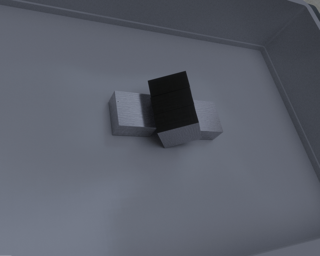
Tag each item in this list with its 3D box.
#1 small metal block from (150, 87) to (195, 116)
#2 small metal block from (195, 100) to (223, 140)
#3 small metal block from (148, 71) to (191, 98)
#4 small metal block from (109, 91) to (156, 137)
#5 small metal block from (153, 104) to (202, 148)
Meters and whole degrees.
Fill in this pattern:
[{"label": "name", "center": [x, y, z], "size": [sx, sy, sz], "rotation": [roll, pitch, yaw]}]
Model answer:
[{"label": "small metal block", "center": [0.019, -0.023, 0.401], "size": [0.050, 0.050, 0.025], "rotation": [-15, 64, 5]}, {"label": "small metal block", "center": [0.057, -0.012, 0.444], "size": [0.050, 0.025, 0.050], "rotation": [3, 60, -27]}, {"label": "small metal block", "center": [0.016, -0.046, 0.412], "size": [0.050, 0.050, 0.025], "rotation": [-14, 63, 5]}, {"label": "small metal block", "center": [-0.035, -0.018, 0.397], "size": [0.050, 0.025, 0.050], "rotation": [4, 60, -27]}, {"label": "small metal block", "center": [0.024, -0.001, 0.389], "size": [0.050, 0.050, 0.025], "rotation": [-15, 64, 5]}]
